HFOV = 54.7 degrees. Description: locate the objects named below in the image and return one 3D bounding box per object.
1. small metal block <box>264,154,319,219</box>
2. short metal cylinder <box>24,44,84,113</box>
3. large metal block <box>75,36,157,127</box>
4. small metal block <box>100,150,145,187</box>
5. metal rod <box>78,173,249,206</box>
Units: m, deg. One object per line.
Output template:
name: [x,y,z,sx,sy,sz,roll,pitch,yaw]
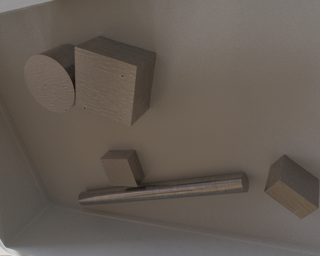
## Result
small metal block: [0.151,0.066,0.353,0.050,0.050,0.025,37,129,3]
short metal cylinder: [-0.133,-0.067,0.419,0.080,0.050,0.079,13,124,20]
large metal block: [-0.056,-0.059,0.384,0.080,0.050,0.079,21,126,15]
small metal block: [-0.057,0.062,0.475,0.050,0.025,0.050,-4,117,29]
metal rod: [-0.014,0.098,0.475,0.300,0.025,0.025,-13,112,33]
